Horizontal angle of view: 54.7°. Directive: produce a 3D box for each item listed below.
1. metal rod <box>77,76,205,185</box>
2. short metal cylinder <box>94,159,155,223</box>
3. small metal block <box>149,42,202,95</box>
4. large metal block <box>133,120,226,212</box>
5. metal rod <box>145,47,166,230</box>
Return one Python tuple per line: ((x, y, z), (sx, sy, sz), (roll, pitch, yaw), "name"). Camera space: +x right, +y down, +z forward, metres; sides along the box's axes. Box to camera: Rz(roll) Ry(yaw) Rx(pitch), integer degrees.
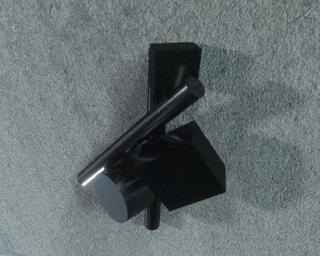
((-0.047, 0.022, 0.424), (0.025, 0.025, 0.299), (47, 136, -5), "metal rod")
((-0.054, 0.093, 0.462), (0.080, 0.050, 0.079), (27, 129, 39), "short metal cylinder")
((0.016, -0.066, 0.343), (0.050, 0.025, 0.050), (-6, 123, -14), "small metal block")
((0.027, 0.049, 0.389), (0.080, 0.050, 0.080), (-26, 114, 24), "large metal block")
((-0.007, 0.035, 0.433), (0.025, 0.025, 0.298), (16, 125, 19), "metal rod")
